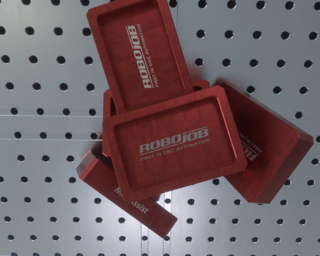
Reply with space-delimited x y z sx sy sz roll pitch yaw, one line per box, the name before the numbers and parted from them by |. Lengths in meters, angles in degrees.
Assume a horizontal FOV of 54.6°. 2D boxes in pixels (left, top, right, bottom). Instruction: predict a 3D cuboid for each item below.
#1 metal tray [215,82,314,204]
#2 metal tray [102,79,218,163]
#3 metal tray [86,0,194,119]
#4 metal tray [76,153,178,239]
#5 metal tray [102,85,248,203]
metal tray | 0.098 0.013 0.364 0.030 0.130 0.090 15 112 -37
metal tray | -0.001 -0.008 0.376 0.131 0.090 0.030 -5 155 3
metal tray | -0.021 -0.083 0.360 0.090 0.030 0.129 -17 93 4
metal tray | -0.047 0.085 0.407 0.130 0.090 0.030 40 78 -14
metal tray | 0.015 0.017 0.327 0.131 0.030 0.090 -16 85 2
